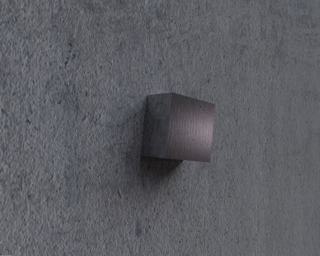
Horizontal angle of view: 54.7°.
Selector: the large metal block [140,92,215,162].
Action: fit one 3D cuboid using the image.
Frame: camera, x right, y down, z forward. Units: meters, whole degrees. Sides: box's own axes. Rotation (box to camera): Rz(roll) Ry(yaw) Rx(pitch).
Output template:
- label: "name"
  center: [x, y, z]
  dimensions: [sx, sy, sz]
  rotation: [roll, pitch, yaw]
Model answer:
- label: "large metal block"
  center: [0.025, 0.002, 0.413]
  dimensions: [0.081, 0.050, 0.080]
  rotation: [10, 84, -40]
